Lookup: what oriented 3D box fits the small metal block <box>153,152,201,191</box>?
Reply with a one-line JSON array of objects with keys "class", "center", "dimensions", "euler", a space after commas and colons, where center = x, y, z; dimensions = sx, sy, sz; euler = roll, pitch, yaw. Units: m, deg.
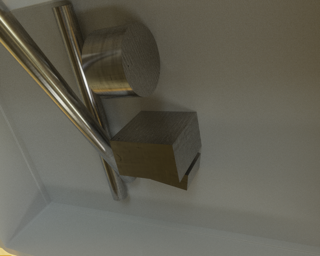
[{"class": "small metal block", "center": [0.022, 0.051, 0.411], "dimensions": [0.050, 0.050, 0.025], "euler": [14, 124, 20]}]

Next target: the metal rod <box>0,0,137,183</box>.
[{"class": "metal rod", "center": [-0.096, -0.014, 0.370], "dimensions": [0.025, 0.025, 0.299], "euler": [3, 145, 26]}]

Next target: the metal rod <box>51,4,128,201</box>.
[{"class": "metal rod", "center": [-0.092, -0.018, 0.443], "dimensions": [0.025, 0.025, 0.298], "euler": [3, 120, 26]}]

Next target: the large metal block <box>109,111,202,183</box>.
[{"class": "large metal block", "center": [-0.002, 0.019, 0.385], "dimensions": [0.080, 0.080, 0.050], "euler": [3, 120, 26]}]

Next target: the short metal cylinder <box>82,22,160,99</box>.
[{"class": "short metal cylinder", "center": [-0.041, -0.073, 0.348], "dimensions": [0.050, 0.080, 0.080], "euler": [0, 119, 28]}]
